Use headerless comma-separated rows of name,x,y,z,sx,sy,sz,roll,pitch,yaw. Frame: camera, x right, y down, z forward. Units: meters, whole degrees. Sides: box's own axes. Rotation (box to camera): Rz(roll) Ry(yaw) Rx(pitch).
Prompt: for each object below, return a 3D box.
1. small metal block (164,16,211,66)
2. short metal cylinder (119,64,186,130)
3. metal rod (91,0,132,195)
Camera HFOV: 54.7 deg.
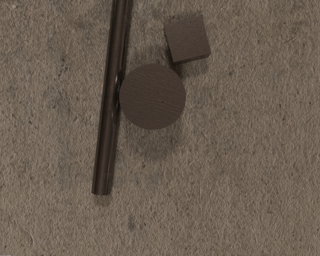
small metal block,0.036,-0.115,0.410,0.050,0.025,0.050,-14,90,-1
short metal cylinder,-0.009,-0.038,0.397,0.081,0.050,0.079,0,90,-1
metal rod,-0.061,-0.062,0.409,0.025,0.025,0.298,6,90,-1
